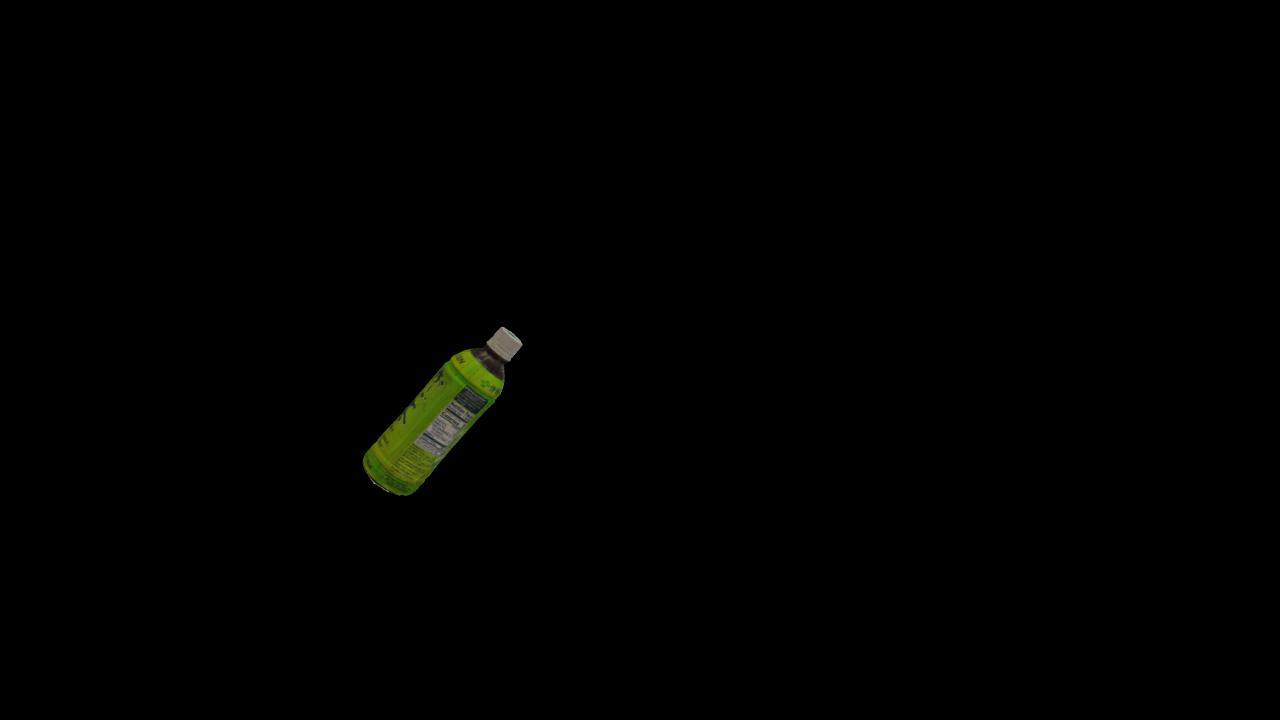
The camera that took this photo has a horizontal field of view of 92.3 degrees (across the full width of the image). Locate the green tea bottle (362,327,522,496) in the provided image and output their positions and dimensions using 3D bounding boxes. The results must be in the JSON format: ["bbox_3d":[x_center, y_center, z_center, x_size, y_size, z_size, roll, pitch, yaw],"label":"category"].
[{"bbox_3d":[-0.208,0.052,0.675,0.073,0.212,0.073,44,2,-2],"label":"green tea bottle"}]
